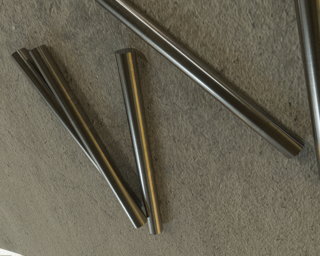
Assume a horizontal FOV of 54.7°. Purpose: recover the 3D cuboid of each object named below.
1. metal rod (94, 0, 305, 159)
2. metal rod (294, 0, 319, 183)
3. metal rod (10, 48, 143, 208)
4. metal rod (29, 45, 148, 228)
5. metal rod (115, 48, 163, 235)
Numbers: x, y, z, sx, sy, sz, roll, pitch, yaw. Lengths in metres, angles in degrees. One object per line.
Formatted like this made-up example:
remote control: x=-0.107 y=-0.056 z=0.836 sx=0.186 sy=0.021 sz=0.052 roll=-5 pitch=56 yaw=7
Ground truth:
metal rod: x=0.034 y=-0.071 z=0.344 sx=0.300 sy=0.025 sz=0.025 roll=39 pitch=129 yaw=1
metal rod: x=0.151 y=-0.052 z=0.294 sx=0.025 sy=0.025 sz=0.298 roll=-6 pitch=116 yaw=31
metal rod: x=-0.122 y=0.011 z=0.478 sx=0.025 sy=0.025 sz=0.299 roll=-26 pitch=105 yaw=37
metal rod: x=-0.100 y=0.020 z=0.457 sx=0.025 sy=0.025 sz=0.299 roll=-21 pitch=103 yaw=36
metal rod: x=-0.024 y=0.037 z=0.442 sx=0.025 sy=0.025 sz=0.298 roll=7 pitch=122 yaw=25
